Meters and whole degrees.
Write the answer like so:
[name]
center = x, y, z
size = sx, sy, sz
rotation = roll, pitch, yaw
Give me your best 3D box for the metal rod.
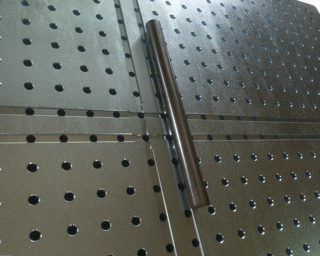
[metal rod]
center = 0.019, -0.037, 0.442
size = 0.025, 0.025, 0.299
rotation = 2, 61, -28
